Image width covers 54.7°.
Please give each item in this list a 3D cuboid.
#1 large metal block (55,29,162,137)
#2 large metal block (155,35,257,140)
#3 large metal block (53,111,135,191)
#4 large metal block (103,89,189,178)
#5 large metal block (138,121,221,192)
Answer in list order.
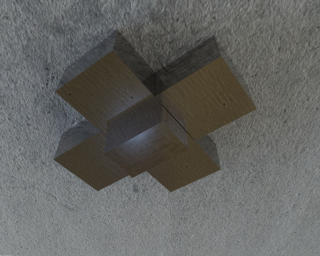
[{"bbox_3d":[-0.054,-0.048,0.350,0.080,0.050,0.080,-29,125,22],"label":"large metal block"},{"bbox_3d":[0.051,-0.043,0.355,0.080,0.050,0.080,-29,125,22],"label":"large metal block"},{"bbox_3d":[-0.078,0.030,0.416,0.080,0.050,0.080,-29,125,22],"label":"large metal block"},{"bbox_3d":[-0.016,0.001,0.373,0.080,0.080,0.050,-29,125,22],"label":"large metal block"},{"bbox_3d":[0.024,0.032,0.419,0.080,0.050,0.080,-29,125,22],"label":"large metal block"}]
